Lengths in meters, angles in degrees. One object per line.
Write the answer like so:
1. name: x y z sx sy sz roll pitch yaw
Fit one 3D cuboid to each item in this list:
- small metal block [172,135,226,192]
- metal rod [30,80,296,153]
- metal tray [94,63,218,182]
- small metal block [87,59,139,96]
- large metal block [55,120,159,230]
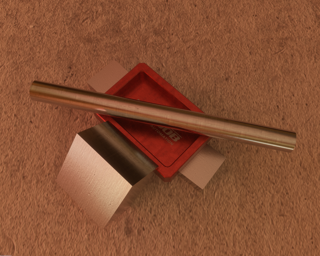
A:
1. small metal block: 0.047 0.045 0.393 0.050 0.025 0.050 37 74 12
2. metal rod: 0.000 -0.014 0.356 0.302 0.025 0.025 12 71 3
3. metal tray: -0.007 -0.009 0.382 0.130 0.030 0.090 42 75 13
4. small metal block: -0.063 -0.058 0.429 0.050 0.025 0.050 43 75 13
5. large metal block: -0.062 0.052 0.351 0.080 0.079 0.050 41 33 13
